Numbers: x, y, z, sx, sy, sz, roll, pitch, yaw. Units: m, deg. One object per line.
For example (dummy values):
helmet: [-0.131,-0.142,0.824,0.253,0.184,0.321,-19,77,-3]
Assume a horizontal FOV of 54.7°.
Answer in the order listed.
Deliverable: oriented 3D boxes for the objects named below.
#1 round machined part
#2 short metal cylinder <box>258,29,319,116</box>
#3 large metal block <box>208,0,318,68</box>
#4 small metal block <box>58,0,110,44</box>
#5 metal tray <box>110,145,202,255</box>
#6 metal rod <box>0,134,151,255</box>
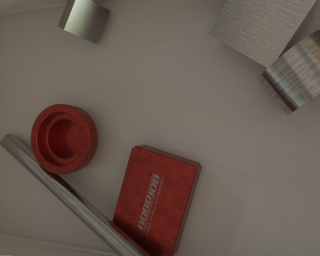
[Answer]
round machined part: [-0.132,0.015,0.446,0.098,0.042,0.097,0,90,19]
short metal cylinder: [0.153,-0.057,0.327,0.080,0.080,0.050,-39,78,15]
large metal block: [0.115,-0.121,0.348,0.080,0.050,0.079,36,114,16]
small metal block: [-0.105,-0.152,0.429,0.025,0.050,0.050,38,106,45]
metal tray: [-0.007,0.096,0.409,0.090,0.030,0.129,17,96,18]
metal rod: [-0.128,0.094,0.432,0.300,0.025,0.025,33,101,24]
